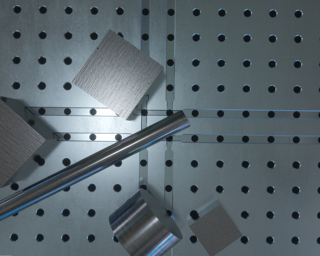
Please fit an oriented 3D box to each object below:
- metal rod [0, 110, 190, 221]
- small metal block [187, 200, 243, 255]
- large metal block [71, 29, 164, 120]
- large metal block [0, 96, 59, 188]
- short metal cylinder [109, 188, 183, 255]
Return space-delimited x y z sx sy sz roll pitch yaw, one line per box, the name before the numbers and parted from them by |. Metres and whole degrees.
metal rod | -0.100 0.054 0.412 0.301 0.025 0.025 -27 90 0
small metal block | 0.072 0.133 0.414 0.050 0.025 0.050 -35 90 0
large metal block | -0.051 -0.065 0.400 0.080 0.050 0.080 35 90 0
large metal block | -0.195 0.017 0.399 0.080 0.050 0.080 43 90 0
short metal cylinder | -0.017 0.122 0.386 0.050 0.080 0.080 -42 90 0
